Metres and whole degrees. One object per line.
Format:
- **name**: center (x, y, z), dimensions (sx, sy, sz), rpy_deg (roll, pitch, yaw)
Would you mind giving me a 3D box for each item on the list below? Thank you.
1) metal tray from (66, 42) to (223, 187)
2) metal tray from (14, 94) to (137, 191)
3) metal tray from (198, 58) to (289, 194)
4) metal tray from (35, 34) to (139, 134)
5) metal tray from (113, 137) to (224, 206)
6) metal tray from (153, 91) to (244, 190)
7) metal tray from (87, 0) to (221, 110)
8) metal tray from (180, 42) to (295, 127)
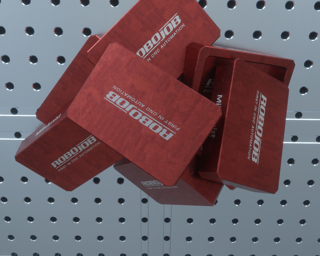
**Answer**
- **metal tray**: center (-0.016, -0.014, 0.311), dimensions (0.130, 0.030, 0.090), rpy_deg (34, 93, 9)
- **metal tray**: center (-0.105, 0.023, 0.394), dimensions (0.130, 0.030, 0.090), rpy_deg (-33, 123, 23)
- **metal tray**: center (0.096, 0.000, 0.344), dimensions (0.091, 0.030, 0.130), rpy_deg (19, 74, -29)
- **metal tray**: center (-0.083, -0.041, 0.394), dimensions (0.090, 0.030, 0.130), rpy_deg (37, 106, -13)
- **metal tray**: center (0.005, 0.058, 0.385), dimensions (0.090, 0.130, 0.030), rpy_deg (41, 63, -15)
- **metal tray**: center (0.050, 0.007, 0.382), dimensions (0.130, 0.090, 0.030), rpy_deg (43, 105, -13)
- **metal tray**: center (-0.007, -0.096, 0.355), dimensions (0.130, 0.030, 0.090), rpy_deg (-45, 107, 0)
- **metal tray**: center (0.090, -0.047, 0.370), dimensions (0.131, 0.030, 0.089), rpy_deg (2, 111, -22)
